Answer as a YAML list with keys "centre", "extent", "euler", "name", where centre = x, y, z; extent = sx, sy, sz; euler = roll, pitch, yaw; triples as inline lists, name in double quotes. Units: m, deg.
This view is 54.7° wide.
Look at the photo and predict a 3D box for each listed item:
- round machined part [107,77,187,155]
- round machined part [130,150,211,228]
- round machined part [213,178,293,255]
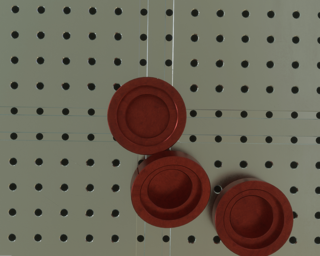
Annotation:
- centre: [-0.016, -0.015, 0.405]
  extent: [0.099, 0.042, 0.097]
  euler: [0, 90, -1]
  name: "round machined part"
- centre: [0.011, 0.074, 0.396]
  extent: [0.099, 0.042, 0.097]
  euler: [-2, 107, -8]
  name: "round machined part"
- centre: [0.117, 0.114, 0.407]
  extent: [0.099, 0.042, 0.097]
  euler: [0, 90, -1]
  name: "round machined part"
